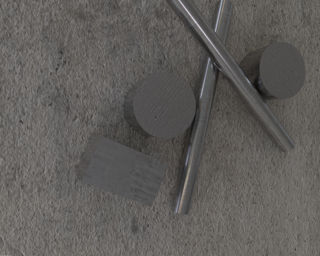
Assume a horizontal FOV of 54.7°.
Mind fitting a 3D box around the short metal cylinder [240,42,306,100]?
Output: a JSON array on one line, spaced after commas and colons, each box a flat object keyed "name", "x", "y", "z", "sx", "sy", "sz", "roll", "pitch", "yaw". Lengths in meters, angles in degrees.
[{"name": "short metal cylinder", "x": 0.164, "y": -0.081, "z": 0.456, "sx": 0.081, "sy": 0.050, "sz": 0.079, "roll": 0, "pitch": 90, "yaw": -20}]

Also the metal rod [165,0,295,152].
[{"name": "metal rod", "x": 0.103, "y": -0.071, "z": 0.423, "sx": 0.300, "sy": 0.025, "sz": 0.025, "roll": 46, "pitch": 76, "yaw": -23}]

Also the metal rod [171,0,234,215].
[{"name": "metal rod", "x": 0.060, "y": -0.032, "z": 0.431, "sx": 0.025, "sy": 0.025, "sz": 0.298, "roll": 14, "pitch": 85, "yaw": -20}]

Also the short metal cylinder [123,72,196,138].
[{"name": "short metal cylinder", "x": -0.002, "y": -0.027, "z": 0.395, "sx": 0.081, "sy": 0.050, "sz": 0.079, "roll": 0, "pitch": 90, "yaw": -20}]

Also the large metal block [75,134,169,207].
[{"name": "large metal block", "x": -0.048, "y": 0.046, "z": 0.362, "sx": 0.080, "sy": 0.080, "sz": 0.050, "roll": 25, "pitch": 82, "yaw": -18}]
